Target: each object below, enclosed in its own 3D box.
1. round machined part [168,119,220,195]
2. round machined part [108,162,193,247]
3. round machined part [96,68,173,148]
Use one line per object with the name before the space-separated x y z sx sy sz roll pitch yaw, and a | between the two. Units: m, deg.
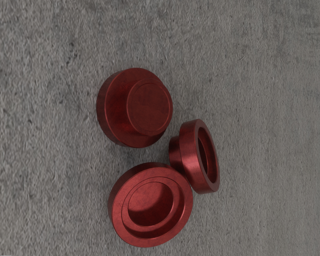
round machined part | 0.044 0.040 0.413 0.098 0.042 0.098 48 34 -48
round machined part | -0.014 0.087 0.369 0.099 0.042 0.097 -5 104 -21
round machined part | -0.023 -0.024 0.374 0.099 0.042 0.097 0 90 -40
